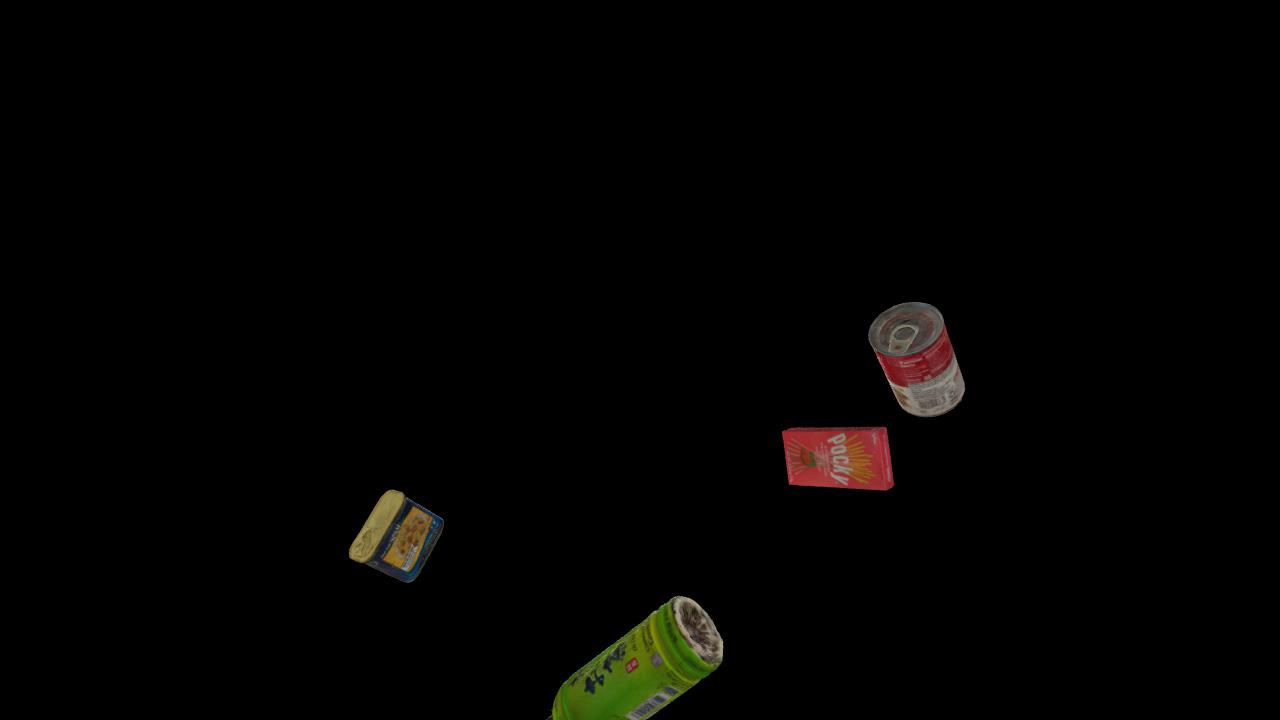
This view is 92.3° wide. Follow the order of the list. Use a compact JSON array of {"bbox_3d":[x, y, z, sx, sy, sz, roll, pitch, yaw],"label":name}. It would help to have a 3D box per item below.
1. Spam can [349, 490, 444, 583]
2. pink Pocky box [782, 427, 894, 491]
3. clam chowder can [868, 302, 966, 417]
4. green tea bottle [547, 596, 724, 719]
[{"bbox_3d":[-0.333,0.245,0.853,0.058,0.101,0.085,1,-35,39],"label":"Spam can"},{"bbox_3d":[0.280,0.140,0.883,0.029,0.084,0.155,-8,1,-44],"label":"pink Pocky box"},{"bbox_3d":[0.274,0.002,0.606,0.068,0.068,0.102,0,-39,42],"label":"clam chowder can"},{"bbox_3d":[-0.021,0.306,0.571,0.212,0.073,0.073,-43,-12,13],"label":"green tea bottle"}]
